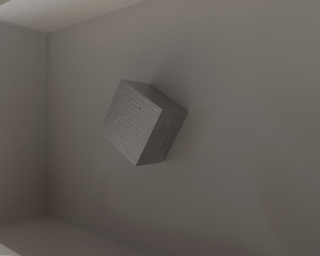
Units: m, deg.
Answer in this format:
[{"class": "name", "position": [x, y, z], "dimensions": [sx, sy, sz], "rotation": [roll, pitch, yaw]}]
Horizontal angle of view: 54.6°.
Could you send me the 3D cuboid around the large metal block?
[{"class": "large metal block", "position": [-0.024, -0.008, 0.407], "dimensions": [0.080, 0.050, 0.080], "rotation": [39, 113, 33]}]
